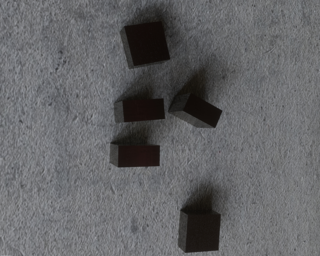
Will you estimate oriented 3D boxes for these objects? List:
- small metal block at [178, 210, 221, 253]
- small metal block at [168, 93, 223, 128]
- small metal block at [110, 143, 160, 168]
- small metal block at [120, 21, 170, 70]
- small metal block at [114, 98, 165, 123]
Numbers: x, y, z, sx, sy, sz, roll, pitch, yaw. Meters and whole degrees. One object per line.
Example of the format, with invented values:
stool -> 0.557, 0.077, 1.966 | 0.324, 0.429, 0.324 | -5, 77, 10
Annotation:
small metal block -> 0.054, 0.142, 0.429 | 0.050, 0.025, 0.050 | 4, 89, -20
small metal block -> 0.046, -0.022, 0.412 | 0.050, 0.050, 0.025 | 27, 81, -18
small metal block -> -0.032, 0.033, 0.384 | 0.050, 0.050, 0.025 | 1, 90, -20
small metal block -> -0.019, -0.107, 0.401 | 0.050, 0.025, 0.050 | -15, 95, -20
small metal block -> -0.027, -0.021, 0.386 | 0.050, 0.050, 0.025 | -5, 92, -20
